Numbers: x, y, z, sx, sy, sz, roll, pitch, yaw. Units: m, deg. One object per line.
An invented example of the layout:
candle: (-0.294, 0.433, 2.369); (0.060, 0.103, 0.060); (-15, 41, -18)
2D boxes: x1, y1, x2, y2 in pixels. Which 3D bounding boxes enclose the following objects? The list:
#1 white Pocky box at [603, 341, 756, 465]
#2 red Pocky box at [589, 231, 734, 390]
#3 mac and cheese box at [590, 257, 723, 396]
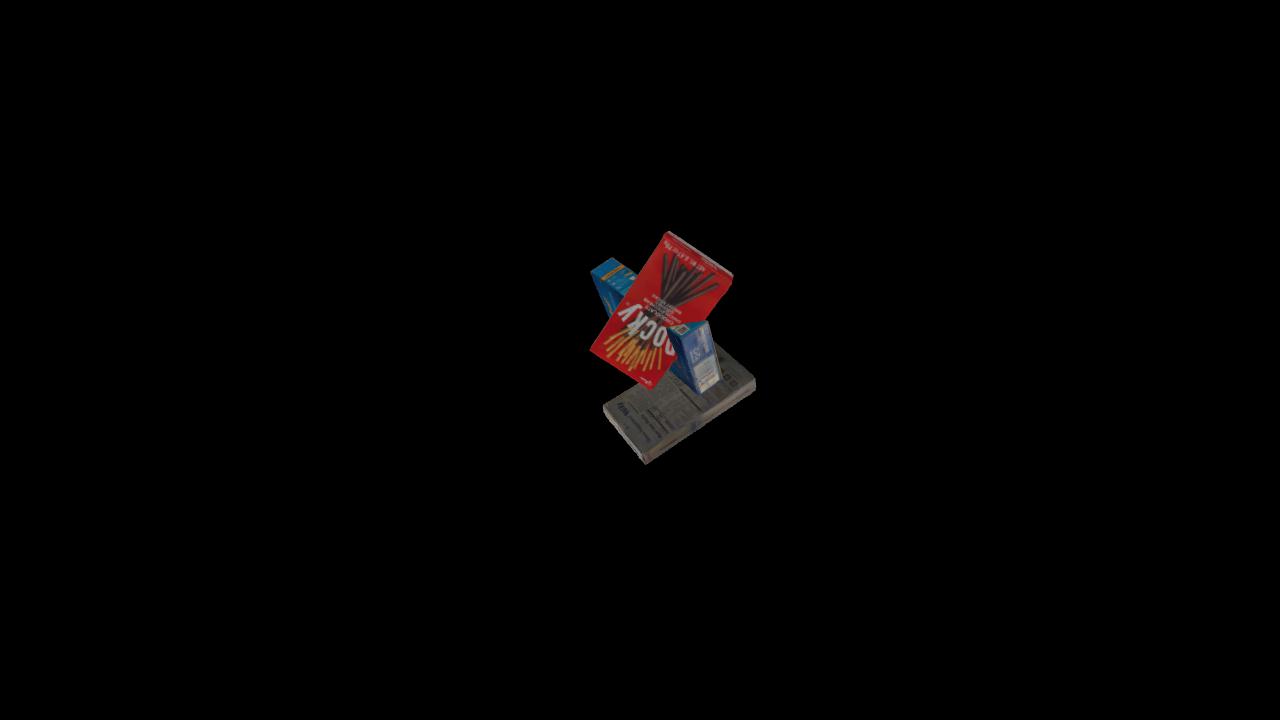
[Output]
white Pocky box: (0.044, 0.042, 0.684); (0.154, 0.028, 0.084); (-32, 51, -15)
red Pocky box: (0.020, -0.046, 0.634); (0.083, 0.155, 0.028); (32, 29, -6)
mac and cheese box: (0.016, -0.042, 0.702); (0.041, 0.093, 0.184); (-36, 45, -13)
